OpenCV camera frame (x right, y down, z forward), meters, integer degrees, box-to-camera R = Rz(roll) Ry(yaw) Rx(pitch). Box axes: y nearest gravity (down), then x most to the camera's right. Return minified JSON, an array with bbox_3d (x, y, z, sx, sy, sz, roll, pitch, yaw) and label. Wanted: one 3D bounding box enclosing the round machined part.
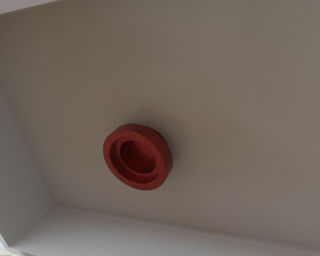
[{"bbox_3d":[-0.027,0.036,0.435,0.098,0.042,0.097,13,124,21],"label":"round machined part"}]
